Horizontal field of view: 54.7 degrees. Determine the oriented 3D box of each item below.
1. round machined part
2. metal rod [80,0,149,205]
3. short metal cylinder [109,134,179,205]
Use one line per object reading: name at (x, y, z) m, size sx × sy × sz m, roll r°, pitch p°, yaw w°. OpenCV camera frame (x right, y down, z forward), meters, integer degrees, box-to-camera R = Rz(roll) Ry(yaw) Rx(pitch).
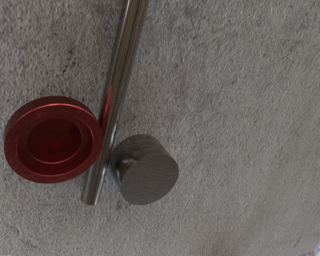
round machined part at (-0.116, 0.009, 0.338) m, size 0.099 × 0.042 × 0.097 m, roll -14°, pitch 124°, yaw -21°
metal rod at (-0.053, -0.036, 0.355) m, size 0.025 × 0.025 × 0.298 m, roll 3°, pitch 117°, yaw -30°
short metal cylinder at (-0.022, 0.055, 0.413) m, size 0.081 × 0.050 × 0.079 m, roll -14°, pitch 124°, yaw -21°
